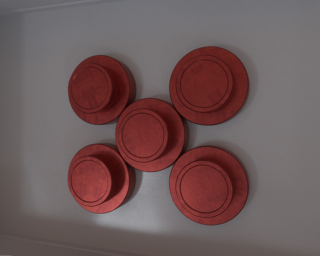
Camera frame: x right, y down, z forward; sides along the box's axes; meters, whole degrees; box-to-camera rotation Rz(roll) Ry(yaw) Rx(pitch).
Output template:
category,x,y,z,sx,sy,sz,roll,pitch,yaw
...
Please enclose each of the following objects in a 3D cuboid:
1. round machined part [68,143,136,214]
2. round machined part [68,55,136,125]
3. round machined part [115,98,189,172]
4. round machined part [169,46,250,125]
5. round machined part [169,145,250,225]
category,x,y,z,sx,sy,sz,roll,pitch,yaw
round machined part,-0.087,0.071,0.429,0.098,0.042,0.097,0,90,19
round machined part,-0.087,-0.053,0.429,0.098,0.042,0.097,0,90,19
round machined part,-0.015,0.009,0.404,0.098,0.042,0.097,0,90,19
round machined part,0.058,-0.052,0.379,0.098,0.042,0.097,0,90,19
round machined part,0.058,0.071,0.379,0.098,0.042,0.097,0,90,19
